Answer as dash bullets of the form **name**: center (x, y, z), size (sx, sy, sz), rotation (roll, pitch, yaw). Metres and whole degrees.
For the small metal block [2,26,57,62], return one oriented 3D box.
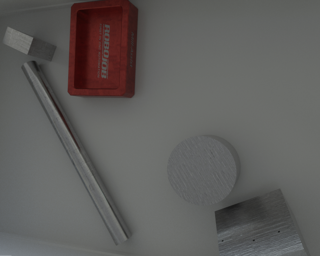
- **small metal block**: center (-0.194, -0.125, 0.464), size (0.050, 0.050, 0.025), rotation (26, 99, 18)

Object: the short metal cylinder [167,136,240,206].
- **short metal cylinder**: center (0.055, 0.049, 0.377), size (0.080, 0.050, 0.079), rotation (0, 90, 19)

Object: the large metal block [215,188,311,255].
- **large metal block**: center (0.110, 0.123, 0.335), size (0.080, 0.080, 0.050), rotation (-25, 116, 18)

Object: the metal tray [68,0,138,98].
- **metal tray**: center (-0.080, -0.108, 0.434), size (0.090, 0.030, 0.129), rotation (3, 91, 19)

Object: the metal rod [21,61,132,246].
- **metal rod**: center (-0.126, 0.029, 0.453), size (0.025, 0.025, 0.299), rotation (-34, 79, 16)
